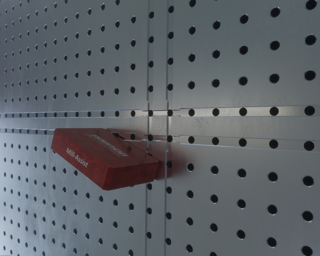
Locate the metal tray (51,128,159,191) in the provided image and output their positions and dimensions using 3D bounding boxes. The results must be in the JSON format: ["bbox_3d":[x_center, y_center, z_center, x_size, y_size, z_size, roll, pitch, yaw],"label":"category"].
[{"bbox_3d":[-0.078,0.037,0.432,0.130,0.091,0.030,27,107,37],"label":"metal tray"}]
